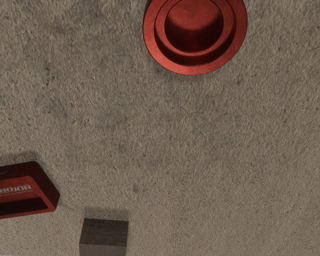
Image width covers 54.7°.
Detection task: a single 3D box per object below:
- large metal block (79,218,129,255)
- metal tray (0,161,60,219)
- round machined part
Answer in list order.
[{"bbox_3d":[-0.103,0.213,0.571,0.081,0.050,0.079,6,130,-6],"label":"large metal block"},{"bbox_3d":[-0.238,0.102,0.486,0.131,0.030,0.090,-10,130,8],"label":"metal tray"},{"bbox_3d":[0.033,-0.105,0.307,0.099,0.042,0.097,-1,130,0],"label":"round machined part"}]
